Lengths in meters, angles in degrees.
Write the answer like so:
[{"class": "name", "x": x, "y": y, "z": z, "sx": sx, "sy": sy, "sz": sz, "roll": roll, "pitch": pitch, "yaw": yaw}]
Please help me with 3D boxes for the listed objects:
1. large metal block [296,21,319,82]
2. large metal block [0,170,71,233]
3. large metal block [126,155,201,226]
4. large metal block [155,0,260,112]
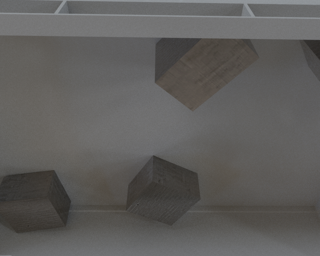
[{"class": "large metal block", "x": 0.196, "y": -0.079, "z": 0.307, "sx": 0.080, "sy": 0.080, "sz": 0.050, "roll": -25, "pitch": 126, "yaw": 19}, {"class": "large metal block", "x": -0.197, "y": 0.117, "z": 0.487, "sx": 0.080, "sy": 0.050, "sz": 0.080, "roll": -8, "pitch": 130, "yaw": 3}, {"class": "large metal block", "x": 0.004, "y": 0.098, "z": 0.476, "sx": 0.080, "sy": 0.050, "sz": 0.080, "roll": 24, "pitch": 126, "yaw": -20}, {"class": "large metal block", "x": 0.041, "y": -0.077, "z": 0.307, "sx": 0.050, "sy": 0.080, "sz": 0.080, "roll": 35, "pitch": 122, "yaw": -26}]
